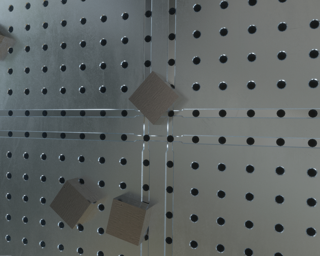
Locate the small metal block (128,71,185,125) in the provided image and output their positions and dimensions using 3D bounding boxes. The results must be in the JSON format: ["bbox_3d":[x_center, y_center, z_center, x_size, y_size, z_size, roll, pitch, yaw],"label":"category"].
[{"bbox_3d":[-0.005,-0.039,0.415,0.050,0.025,0.050,46,104,14],"label":"small metal block"}]

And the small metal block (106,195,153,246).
[{"bbox_3d":[-0.042,0.126,0.428,0.050,0.025,0.050,14,95,19],"label":"small metal block"}]

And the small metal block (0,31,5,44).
[{"bbox_3d":[-0.297,-0.153,0.519,0.050,0.025,0.050,46,104,14],"label":"small metal block"}]

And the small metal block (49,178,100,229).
[{"bbox_3d":[-0.126,0.110,0.458,0.050,0.025,0.050,39,102,15],"label":"small metal block"}]
